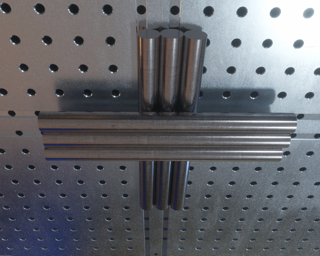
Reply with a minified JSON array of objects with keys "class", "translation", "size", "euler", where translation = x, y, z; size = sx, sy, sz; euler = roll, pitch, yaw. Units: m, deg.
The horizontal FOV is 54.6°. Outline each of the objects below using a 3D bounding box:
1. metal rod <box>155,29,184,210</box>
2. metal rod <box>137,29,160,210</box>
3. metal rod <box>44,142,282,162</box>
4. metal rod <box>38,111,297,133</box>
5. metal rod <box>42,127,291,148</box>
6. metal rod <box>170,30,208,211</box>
[{"class":"metal rod","translation":[0.008,0.014,0.423],"size":[0.025,0.025,0.298],"euler":[1,130,-1]},{"class":"metal rod","translation":[-0.017,0.014,0.423],"size":[0.025,0.025,0.298],"euler":[1,130,-1]},{"class":"metal rod","translation":[0.005,0.031,0.405],"size":[0.302,0.025,0.025],"euler":[0,130,-1]},{"class":"metal rod","translation":[0.009,-0.007,0.372],"size":[0.302,0.025,0.025],"euler":[0,130,-1]},{"class":"metal rod","translation":[0.009,0.012,0.389],"size":[0.302,0.025,0.025],"euler":[0,130,-1]},{"class":"metal rod","translation":[0.033,0.015,0.424],"size":[0.025,0.025,0.298],"euler":[1,130,-1]}]
